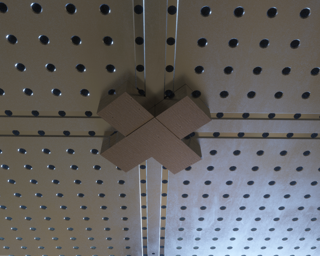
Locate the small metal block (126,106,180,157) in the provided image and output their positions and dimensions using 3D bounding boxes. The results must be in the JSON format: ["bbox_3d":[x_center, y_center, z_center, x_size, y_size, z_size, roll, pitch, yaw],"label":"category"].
[{"bbox_3d":[-0.009,0.006,0.415,0.050,0.025,0.050,-34,123,25],"label":"small metal block"}]

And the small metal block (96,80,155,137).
[{"bbox_3d":[-0.042,-0.023,0.391,0.050,0.025,0.050,-33,123,25],"label":"small metal block"}]

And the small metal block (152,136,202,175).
[{"bbox_3d":[0.024,0.034,0.441,0.050,0.025,0.050,-33,123,25],"label":"small metal block"}]

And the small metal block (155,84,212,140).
[{"bbox_3d":[0.029,-0.019,0.395,0.050,0.025,0.050,-34,123,25],"label":"small metal block"}]

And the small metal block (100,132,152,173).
[{"bbox_3d":[-0.047,0.030,0.437,0.050,0.025,0.050,-34,123,25],"label":"small metal block"}]
